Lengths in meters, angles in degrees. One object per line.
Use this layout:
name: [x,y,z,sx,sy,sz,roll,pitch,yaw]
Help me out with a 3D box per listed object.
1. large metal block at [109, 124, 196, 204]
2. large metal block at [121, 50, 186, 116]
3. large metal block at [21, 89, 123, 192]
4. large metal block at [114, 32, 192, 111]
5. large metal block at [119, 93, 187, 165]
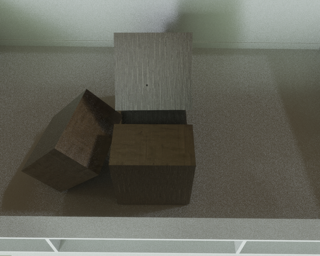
large metal block: [-0.007,0.041,0.332,0.081,0.080,0.050,0,50,0]
large metal block: [-0.009,-0.060,0.417,0.081,0.080,0.050,-1,50,-1]
large metal block: [-0.096,0.016,0.342,0.050,0.080,0.080,38,46,-25]
large metal block: [-0.007,-0.061,0.345,0.081,0.079,0.050,-1,5,-1]
large metal block: [-0.009,0.001,0.388,0.081,0.050,0.080,0,50,-1]
